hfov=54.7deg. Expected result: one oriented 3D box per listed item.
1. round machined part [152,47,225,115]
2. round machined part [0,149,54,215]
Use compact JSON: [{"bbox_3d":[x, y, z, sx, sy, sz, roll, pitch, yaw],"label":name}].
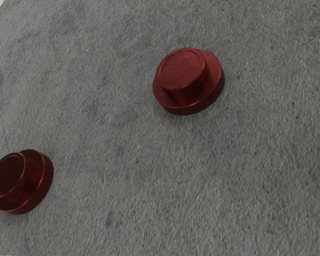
[{"bbox_3d":[0.034,-0.069,0.418,0.098,0.042,0.098,-13,56,21],"label":"round machined part"},{"bbox_3d":[-0.211,0.075,0.458,0.098,0.042,0.098,-13,56,21],"label":"round machined part"}]
